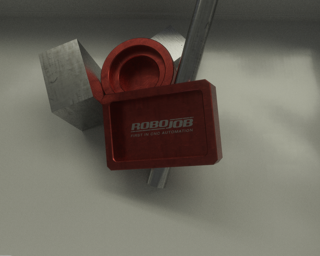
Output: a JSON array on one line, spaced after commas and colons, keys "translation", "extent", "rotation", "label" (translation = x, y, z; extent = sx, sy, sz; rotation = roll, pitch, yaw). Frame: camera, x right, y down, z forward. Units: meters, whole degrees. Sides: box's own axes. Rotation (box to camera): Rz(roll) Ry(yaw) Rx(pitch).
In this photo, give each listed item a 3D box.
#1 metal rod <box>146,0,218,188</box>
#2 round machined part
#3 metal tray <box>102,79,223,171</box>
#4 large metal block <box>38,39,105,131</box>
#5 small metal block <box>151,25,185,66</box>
[{"translation": [0.035, -0.073, 0.374], "extent": [0.025, 0.025, 0.298], "rotation": [16, 95, 5], "label": "metal rod"}, {"translation": [-0.025, -0.067, 0.416], "extent": [0.098, 0.042, 0.098], "rotation": [-3, 77, 13], "label": "round machined part"}, {"translation": [0.000, -0.001, 0.355], "extent": [0.130, 0.030, 0.089], "rotation": [-6, 87, 20], "label": "metal tray"}, {"translation": [-0.102, -0.051, 0.393], "extent": [0.050, 0.080, 0.080], "rotation": [-21, 71, 4], "label": "large metal block"}, {"translation": [0.012, -0.114, 0.451], "extent": [0.050, 0.025, 0.050], "rotation": [-39, 75, -14], "label": "small metal block"}]
